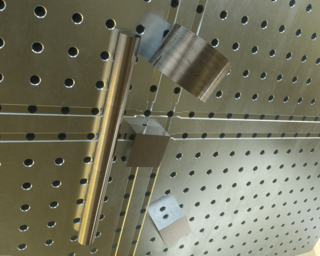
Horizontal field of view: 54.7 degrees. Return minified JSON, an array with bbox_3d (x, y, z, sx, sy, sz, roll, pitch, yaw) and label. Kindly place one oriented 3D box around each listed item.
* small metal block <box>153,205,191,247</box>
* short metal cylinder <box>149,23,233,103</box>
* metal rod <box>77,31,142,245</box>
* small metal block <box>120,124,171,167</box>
[{"bbox_3d":[0.021,0.166,0.526,0.050,0.025,0.050,-27,128,-12],"label":"small metal block"},{"bbox_3d":[0.034,-0.072,0.349,0.080,0.080,0.050,29,103,-38],"label":"short metal cylinder"},{"bbox_3d":[-0.070,0.030,0.391,0.025,0.025,0.298,2,118,-29],"label":"metal rod"},{"bbox_3d":[-0.020,0.025,0.415,0.050,0.025,0.050,6,116,-31],"label":"small metal block"}]
